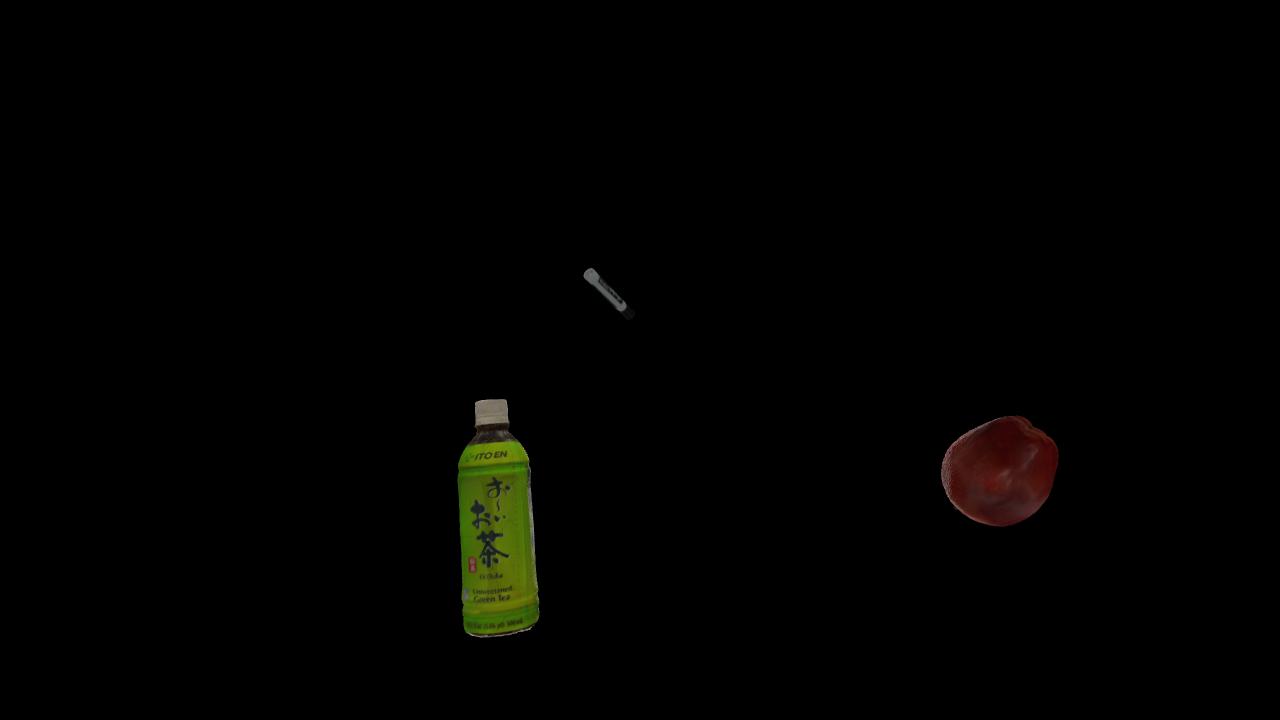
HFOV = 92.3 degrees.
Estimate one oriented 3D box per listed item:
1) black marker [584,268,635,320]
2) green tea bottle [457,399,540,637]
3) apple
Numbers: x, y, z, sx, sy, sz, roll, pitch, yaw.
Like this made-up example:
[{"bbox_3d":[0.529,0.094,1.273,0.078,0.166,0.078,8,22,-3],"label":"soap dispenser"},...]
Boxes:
[{"bbox_3d":[-0.043,-0.096,0.924,0.020,0.020,0.121,0,-28,35],"label":"black marker"},{"bbox_3d":[-0.135,0.143,0.583,0.073,0.212,0.073,-4,-10,-1],"label":"green tea bottle"},{"bbox_3d":[0.293,0.092,0.505,0.079,0.093,0.079,25,24,-12],"label":"apple"}]
